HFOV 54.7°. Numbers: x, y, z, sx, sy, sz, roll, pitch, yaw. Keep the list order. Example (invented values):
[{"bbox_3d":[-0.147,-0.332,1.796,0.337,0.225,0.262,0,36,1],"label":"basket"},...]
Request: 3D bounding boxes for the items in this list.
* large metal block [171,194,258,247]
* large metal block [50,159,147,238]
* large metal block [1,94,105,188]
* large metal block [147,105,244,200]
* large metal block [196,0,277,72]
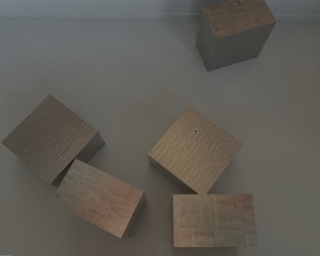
[{"bbox_3d":[0.054,0.104,0.343,0.081,0.080,0.050,0,70,0],"label":"large metal block"},{"bbox_3d":[-0.063,0.083,0.350,0.080,0.080,0.050,24,72,8],"label":"large metal block"},{"bbox_3d":[-0.130,0.019,0.388,0.080,0.050,0.080,36,74,12],"label":"large metal block"},{"bbox_3d":[0.042,0.033,0.384,0.080,0.050,0.080,37,74,12],"label":"large metal block"},{"bbox_3d":[0.100,-0.130,0.428,0.080,0.080,0.050,-18,71,-6],"label":"large metal block"}]
